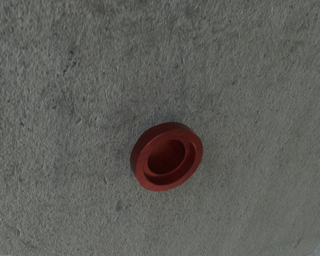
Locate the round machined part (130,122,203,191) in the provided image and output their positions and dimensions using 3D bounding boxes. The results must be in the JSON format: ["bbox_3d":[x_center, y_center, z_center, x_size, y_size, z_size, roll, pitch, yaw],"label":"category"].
[{"bbox_3d":[0.005,0.034,0.419,0.099,0.042,0.097,-14,124,-21],"label":"round machined part"}]
